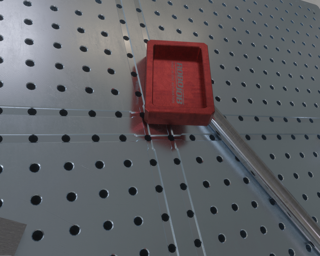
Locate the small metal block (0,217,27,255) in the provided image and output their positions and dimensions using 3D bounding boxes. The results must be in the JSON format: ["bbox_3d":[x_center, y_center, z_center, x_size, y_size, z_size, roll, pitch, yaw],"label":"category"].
[{"bbox_3d":[-0.150,0.103,0.264,0.050,0.025,0.050,22,54,-15],"label":"small metal block"}]

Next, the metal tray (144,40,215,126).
[{"bbox_3d":[0.025,-0.067,0.439,0.091,0.030,0.130,2,59,-4],"label":"metal tray"}]

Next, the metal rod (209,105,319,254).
[{"bbox_3d":[0.142,0.059,0.448,0.025,0.025,0.300,-34,81,-38],"label":"metal rod"}]
